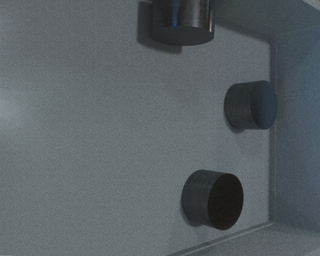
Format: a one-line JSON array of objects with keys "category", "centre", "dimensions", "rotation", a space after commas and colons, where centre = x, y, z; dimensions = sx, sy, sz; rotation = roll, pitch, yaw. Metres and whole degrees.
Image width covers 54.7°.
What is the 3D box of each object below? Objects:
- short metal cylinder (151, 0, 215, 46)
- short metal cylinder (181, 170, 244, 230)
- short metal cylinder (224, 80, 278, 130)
[{"category": "short metal cylinder", "centre": [0.029, -0.141, 0.395], "dimensions": [0.081, 0.080, 0.050], "rotation": [3, 88, -40]}, {"category": "short metal cylinder", "centre": [0.078, 0.104, 0.456], "dimensions": [0.081, 0.050, 0.080], "rotation": [0, 90, -40]}, {"category": "short metal cylinder", "centre": [0.153, -0.037, 0.518], "dimensions": [0.081, 0.050, 0.080], "rotation": [0, 90, -40]}]
